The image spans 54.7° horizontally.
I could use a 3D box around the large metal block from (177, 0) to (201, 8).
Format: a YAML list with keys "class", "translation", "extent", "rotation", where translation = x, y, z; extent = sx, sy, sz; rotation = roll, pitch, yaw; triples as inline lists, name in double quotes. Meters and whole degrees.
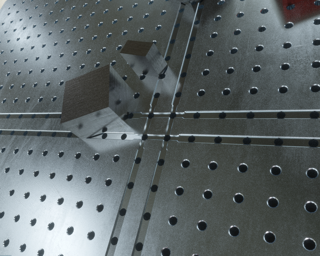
- class: "large metal block"
  translation: [0.051, -0.262, 0.526]
  extent: [0.080, 0.050, 0.080]
  rotation: [-44, 51, -2]

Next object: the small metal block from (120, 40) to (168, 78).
- class: "small metal block"
  translation: [-0.024, -0.105, 0.469]
  extent: [0.050, 0.050, 0.025]
  rotation: [16, 71, 34]

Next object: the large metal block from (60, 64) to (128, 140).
- class: "large metal block"
  translation: [-0.097, -0.038, 0.467]
  extent: [0.080, 0.050, 0.080]
  rotation: [-17, 55, 18]

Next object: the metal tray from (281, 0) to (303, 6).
- class: "metal tray"
  translation: [0.204, -0.242, 0.446]
  extent: [0.090, 0.030, 0.130]
  rotation: [-18, 55, 18]
